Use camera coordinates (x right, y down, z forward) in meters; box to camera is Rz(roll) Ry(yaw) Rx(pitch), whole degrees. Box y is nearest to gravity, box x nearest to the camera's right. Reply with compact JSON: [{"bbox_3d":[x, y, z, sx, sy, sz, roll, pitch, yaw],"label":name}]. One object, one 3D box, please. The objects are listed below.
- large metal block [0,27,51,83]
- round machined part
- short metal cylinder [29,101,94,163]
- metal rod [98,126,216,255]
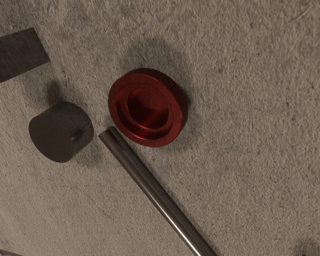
[{"bbox_3d":[-0.216,-0.094,0.425,0.080,0.080,0.050,-8,114,31],"label":"large metal block"},{"bbox_3d":[-0.011,-0.028,0.383,0.098,0.042,0.097,13,124,20],"label":"round machined part"},{"bbox_3d":[-0.149,0.006,0.470,0.080,0.050,0.079,13,124,20],"label":"short metal cylinder"},{"bbox_3d":[0.010,0.121,0.475,0.025,0.025,0.300,-30,102,37],"label":"metal rod"}]
